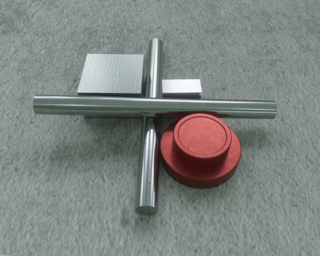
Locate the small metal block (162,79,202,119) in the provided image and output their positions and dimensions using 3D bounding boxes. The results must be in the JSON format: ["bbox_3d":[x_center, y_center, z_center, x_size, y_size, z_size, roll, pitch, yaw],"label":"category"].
[{"bbox_3d":[0.028,-0.039,0.422,0.050,0.050,0.025,-1,50,-1],"label":"small metal block"}]

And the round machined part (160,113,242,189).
[{"bbox_3d":[0.049,0.021,0.376,0.099,0.042,0.098,0,50,0],"label":"round machined part"}]

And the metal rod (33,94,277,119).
[{"bbox_3d":[-0.002,-0.026,0.394,0.302,0.025,0.025,1,50,-5],"label":"metal rod"}]

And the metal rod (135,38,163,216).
[{"bbox_3d":[-0.011,-0.026,0.427,0.025,0.025,0.300,1,50,1],"label":"metal rod"}]

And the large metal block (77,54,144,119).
[{"bbox_3d":[-0.064,-0.059,0.436,0.081,0.050,0.080,1,50,0],"label":"large metal block"}]
